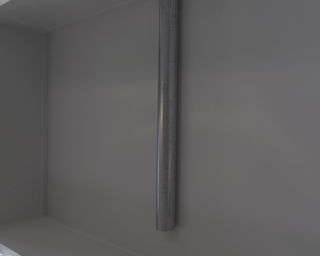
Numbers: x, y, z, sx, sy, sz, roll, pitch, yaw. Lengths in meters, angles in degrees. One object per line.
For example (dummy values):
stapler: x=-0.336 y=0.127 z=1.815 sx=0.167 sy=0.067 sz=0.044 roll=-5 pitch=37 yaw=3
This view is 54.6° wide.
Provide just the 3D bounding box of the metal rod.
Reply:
metal rod: x=0.009 y=-0.019 z=0.399 sx=0.025 sy=0.025 sz=0.298 roll=1 pitch=91 yaw=40
